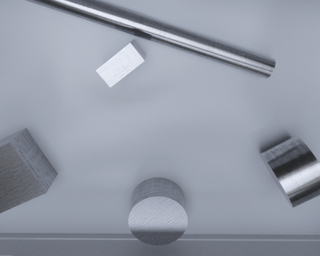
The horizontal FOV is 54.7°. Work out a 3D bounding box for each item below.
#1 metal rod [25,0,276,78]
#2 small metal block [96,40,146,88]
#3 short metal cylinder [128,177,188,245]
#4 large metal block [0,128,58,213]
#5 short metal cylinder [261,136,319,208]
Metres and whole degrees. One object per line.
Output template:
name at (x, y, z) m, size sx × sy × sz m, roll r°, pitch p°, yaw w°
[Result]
metal rod at (-0.007, -0.116, 0.368) m, size 0.302 × 0.025 × 0.025 m, roll 16°, pitch 109°, yaw -7°
small metal block at (-0.045, -0.078, 0.369) m, size 0.050 × 0.050 × 0.025 m, roll -36°, pitch 107°, yaw 12°
short metal cylinder at (-0.003, 0.118, 0.442) m, size 0.081 × 0.050 × 0.079 m, roll 0°, pitch 110°, yaw -1°
large metal block at (-0.201, 0.058, 0.417) m, size 0.080 × 0.050 × 0.080 m, roll -25°, pitch 109°, yaw 8°
short metal cylinder at (0.175, 0.057, 0.406) m, size 0.050 × 0.080 × 0.080 m, roll -30°, pitch 108°, yaw 10°
